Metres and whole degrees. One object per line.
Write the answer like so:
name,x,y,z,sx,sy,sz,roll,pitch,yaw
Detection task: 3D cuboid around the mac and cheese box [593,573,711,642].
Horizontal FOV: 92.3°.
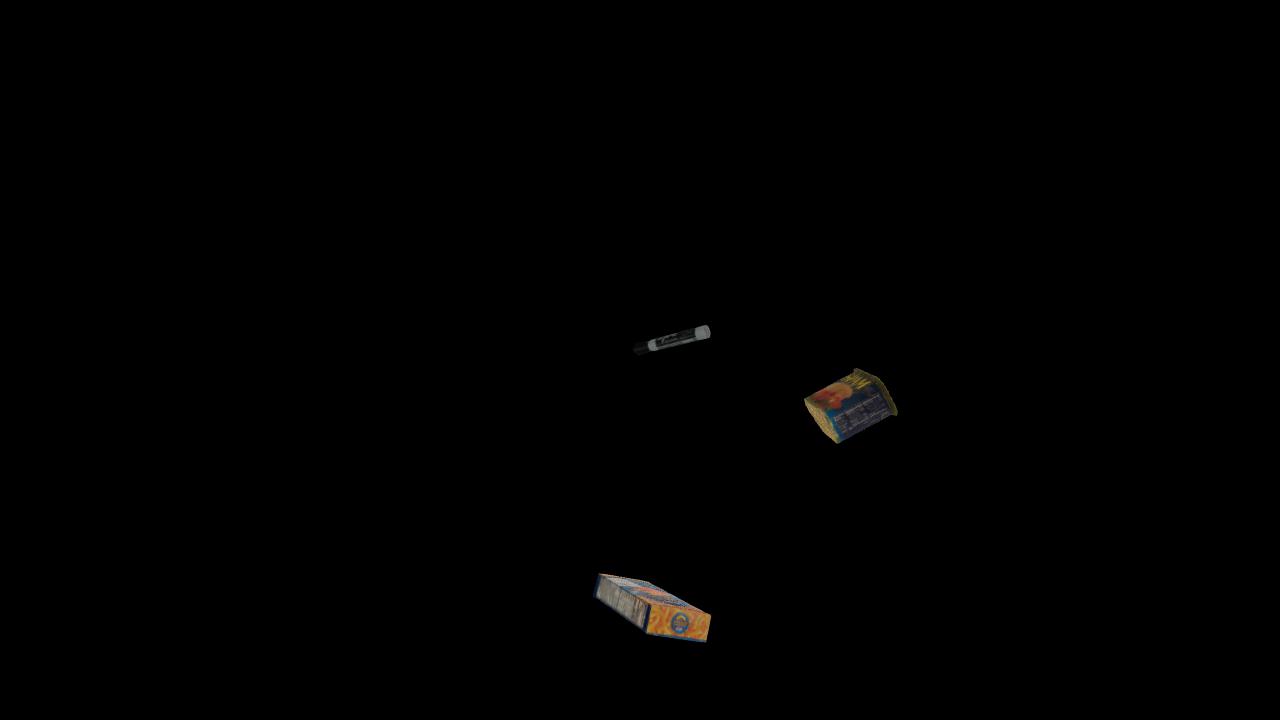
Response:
mac and cheese box,0.011,0.341,0.856,0.093,0.041,0.184,20,-14,-23

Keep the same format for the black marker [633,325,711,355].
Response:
black marker,0.042,-0.027,0.871,0.121,0.020,0.020,-14,-7,31

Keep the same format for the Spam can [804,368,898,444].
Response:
Spam can,0.275,0.060,0.813,0.085,0.058,0.101,-30,7,4
